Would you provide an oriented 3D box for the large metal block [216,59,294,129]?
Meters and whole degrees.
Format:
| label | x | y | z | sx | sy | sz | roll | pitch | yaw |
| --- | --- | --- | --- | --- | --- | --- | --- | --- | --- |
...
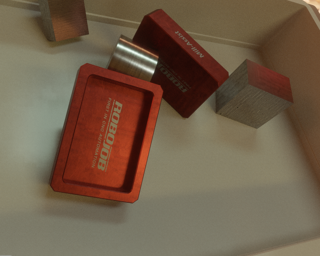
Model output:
| label | x | y | z | sx | sy | sz | roll | pitch | yaw |
| --- | --- | --- | --- | --- | --- | --- | --- | --- | --- |
| large metal block | 0.143 | -0.050 | 0.480 | 0.081 | 0.080 | 0.050 | 19 | 55 | -18 |

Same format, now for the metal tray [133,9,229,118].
| label | x | y | z | sx | sy | sz | roll | pitch | yaw |
| --- | --- | --- | --- | --- | --- | --- | --- | --- | --- |
| metal tray | 0.018 | -0.085 | 0.427 | 0.130 | 0.090 | 0.030 | 44 | 51 | 2 |

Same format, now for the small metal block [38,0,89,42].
| label | x | y | z | sx | sy | sz | roll | pitch | yaw |
| --- | --- | --- | --- | --- | --- | --- | --- | --- | --- |
| small metal block | -0.126 | -0.146 | 0.409 | 0.025 | 0.050 | 0.050 | 24 | 39 | 39 |

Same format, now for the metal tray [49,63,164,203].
| label | x | y | z | sx | sy | sz | roll | pitch | yaw |
| --- | --- | --- | --- | --- | --- | --- | --- | --- | --- |
| metal tray | -0.056 | 0.007 | 0.329 | 0.091 | 0.030 | 0.129 | 15 | 86 | -21 |

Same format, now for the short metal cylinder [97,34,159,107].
| label | x | y | z | sx | sy | sz | roll | pitch | yaw |
| --- | --- | --- | --- | --- | --- | --- | --- | --- | --- |
| short metal cylinder | -0.042 | -0.070 | 0.392 | 0.050 | 0.080 | 0.080 | 23 | 53 | -15 |
